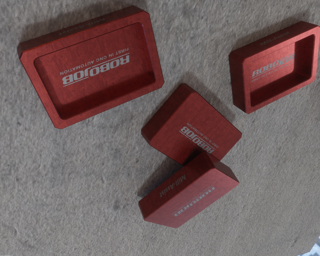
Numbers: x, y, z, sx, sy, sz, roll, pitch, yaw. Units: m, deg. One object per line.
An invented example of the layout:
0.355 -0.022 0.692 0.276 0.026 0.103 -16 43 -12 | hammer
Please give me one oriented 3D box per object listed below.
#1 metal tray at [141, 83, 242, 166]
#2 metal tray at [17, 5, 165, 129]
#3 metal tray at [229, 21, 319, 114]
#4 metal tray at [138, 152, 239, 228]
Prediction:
0.049 0.008 0.437 0.090 0.030 0.130 -50 129 7 | metal tray
-0.067 -0.064 0.328 0.131 0.030 0.089 -24 128 -14 | metal tray
0.164 -0.086 0.442 0.131 0.030 0.090 -26 128 -13 | metal tray
0.044 0.098 0.465 0.130 0.030 0.090 -40 139 15 | metal tray
